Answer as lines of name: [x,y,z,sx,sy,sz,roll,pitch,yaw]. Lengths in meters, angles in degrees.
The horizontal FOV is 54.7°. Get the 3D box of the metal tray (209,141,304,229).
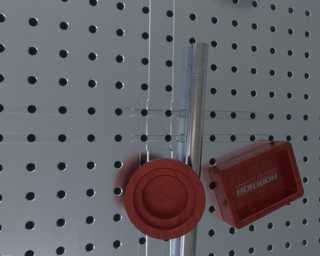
metal tray: [0.147,0.081,0.463,0.131,0.030,0.090,-20,97,-19]

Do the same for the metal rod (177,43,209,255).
metal rod: [0.046,0.033,0.429,0.025,0.025,0.298,4,89,-20]

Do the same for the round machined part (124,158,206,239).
round machined part: [0.007,0.086,0.394,0.099,0.042,0.097,0,89,2]
